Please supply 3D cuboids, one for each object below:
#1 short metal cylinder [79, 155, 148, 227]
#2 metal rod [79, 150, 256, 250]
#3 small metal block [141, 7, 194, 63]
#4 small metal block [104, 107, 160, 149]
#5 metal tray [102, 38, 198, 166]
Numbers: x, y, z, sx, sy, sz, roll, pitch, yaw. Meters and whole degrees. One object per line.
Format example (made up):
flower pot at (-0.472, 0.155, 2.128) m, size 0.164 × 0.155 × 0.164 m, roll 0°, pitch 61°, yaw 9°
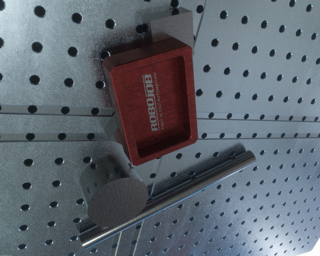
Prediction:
short metal cylinder at (-0.062, 0.084, 0.413) m, size 0.081 × 0.050 × 0.079 m, roll -14°, pitch 124°, yaw -21°
metal rod at (0.021, 0.107, 0.488) m, size 0.302 × 0.025 × 0.025 m, roll -24°, pitch 127°, yaw -14°
small metal block at (0.010, -0.104, 0.352) m, size 0.050 × 0.025 × 0.050 m, roll -19°, pitch 126°, yaw -17°
small metal block at (-0.034, -0.003, 0.391) m, size 0.050 × 0.025 × 0.050 m, roll 27°, pitch 103°, yaw -38°
metal tray at (-0.006, -0.027, 0.355) m, size 0.091 × 0.030 × 0.129 m, roll -20°, pitch 126°, yaw -16°
